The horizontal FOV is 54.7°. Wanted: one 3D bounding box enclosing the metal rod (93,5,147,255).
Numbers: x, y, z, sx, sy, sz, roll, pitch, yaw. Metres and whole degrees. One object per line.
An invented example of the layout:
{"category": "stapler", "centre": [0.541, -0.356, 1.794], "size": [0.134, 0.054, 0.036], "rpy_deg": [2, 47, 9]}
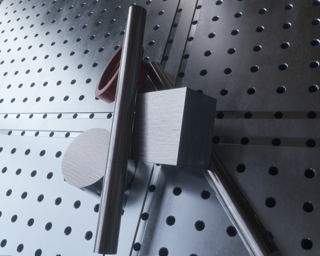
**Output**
{"category": "metal rod", "centre": [-0.044, -0.012, 0.367], "size": [0.025, 0.025, 0.299], "rpy_deg": [-3, 71, 26]}

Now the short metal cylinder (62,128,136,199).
{"category": "short metal cylinder", "centre": [-0.079, 0.047, 0.403], "size": [0.080, 0.050, 0.080], "rpy_deg": [-13, 56, 21]}

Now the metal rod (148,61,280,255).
{"category": "metal rod", "centre": [0.044, 0.014, 0.375], "size": [0.025, 0.025, 0.300], "rpy_deg": [-33, 52, 6]}

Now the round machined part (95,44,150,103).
{"category": "round machined part", "centre": [-0.051, -0.078, 0.453], "size": [0.098, 0.042, 0.098], "rpy_deg": [-43, 29, 32]}

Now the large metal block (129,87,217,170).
{"category": "large metal block", "centre": [0.013, 0.002, 0.354], "size": [0.080, 0.050, 0.080], "rpy_deg": [-1, 79, 48]}
